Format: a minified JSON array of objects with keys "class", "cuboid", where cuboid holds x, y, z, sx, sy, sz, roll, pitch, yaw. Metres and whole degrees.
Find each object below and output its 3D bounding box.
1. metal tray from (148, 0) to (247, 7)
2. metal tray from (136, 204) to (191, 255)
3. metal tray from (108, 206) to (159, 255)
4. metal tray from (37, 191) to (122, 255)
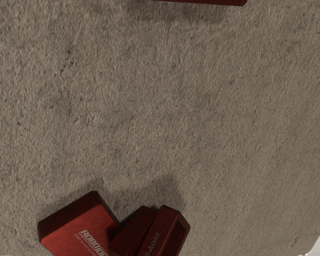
[{"class":"metal tray","cuboid":[0.039,-0.177,0.316,0.131,0.030,0.089,-7,122,-25]},{"class":"metal tray","cuboid":[-0.001,0.192,0.468,0.130,0.030,0.090,-61,151,-22]},{"class":"metal tray","cuboid":[-0.034,0.197,0.480,0.091,0.030,0.129,-42,140,-45]},{"class":"metal tray","cuboid":[-0.102,0.159,0.448,0.090,0.030,0.129,-30,129,-9]}]
